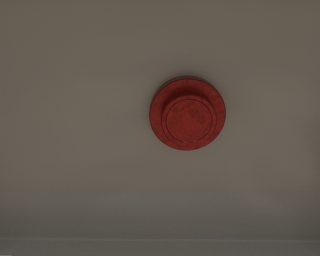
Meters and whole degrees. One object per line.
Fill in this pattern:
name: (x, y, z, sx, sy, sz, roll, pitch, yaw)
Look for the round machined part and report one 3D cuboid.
round machined part: (0.035, -0.015, 0.397, 0.099, 0.042, 0.097, 0, 110, 0)
